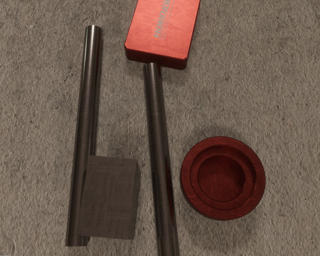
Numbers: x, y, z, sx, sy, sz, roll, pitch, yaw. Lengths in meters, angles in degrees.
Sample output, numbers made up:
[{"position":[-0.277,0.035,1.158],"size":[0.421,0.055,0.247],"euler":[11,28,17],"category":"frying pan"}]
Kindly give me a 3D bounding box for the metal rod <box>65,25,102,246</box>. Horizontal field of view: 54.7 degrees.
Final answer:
[{"position":[-0.097,-0.004,0.408],"size":[0.025,0.025,0.299],"euler":[0,70,-1],"category":"metal rod"}]

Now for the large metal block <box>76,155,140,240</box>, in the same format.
[{"position":[-0.053,0.081,0.349],"size":[0.050,0.080,0.080],"euler":[5,70,1],"category":"large metal block"}]

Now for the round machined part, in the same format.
[{"position":[0.073,0.063,0.377],"size":[0.099,0.042,0.098],"euler":[0,70,-1],"category":"round machined part"}]

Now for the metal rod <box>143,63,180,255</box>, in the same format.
[{"position":[0.001,0.054,0.388],"size":[0.025,0.025,0.299],"euler":[-5,70,-2],"category":"metal rod"}]

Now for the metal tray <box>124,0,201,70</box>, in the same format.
[{"position":[0.007,-0.156,0.463],"size":[0.090,0.030,0.130],"euler":[12,70,4],"category":"metal tray"}]
